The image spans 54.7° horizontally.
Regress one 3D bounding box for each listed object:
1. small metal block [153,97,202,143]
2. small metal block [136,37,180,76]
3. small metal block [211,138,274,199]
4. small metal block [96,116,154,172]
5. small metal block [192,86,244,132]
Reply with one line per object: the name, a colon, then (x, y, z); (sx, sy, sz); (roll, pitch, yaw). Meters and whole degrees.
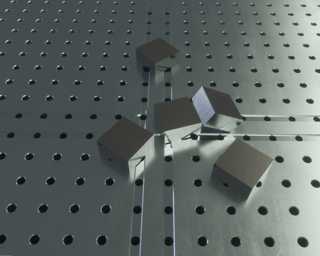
small metal block: (0.023, -0.012, 0.418); (0.050, 0.025, 0.050); (-13, 51, -12)
small metal block: (-0.004, -0.118, 0.507); (0.050, 0.025, 0.050); (-31, 57, -24)
small metal block: (0.098, 0.047, 0.369); (0.050, 0.025, 0.050); (33, 57, 24)
small metal block: (-0.042, 0.020, 0.391); (0.050, 0.025, 0.050); (29, 56, 22)
small metal block: (0.077, -0.025, 0.416); (0.050, 0.025, 0.050); (11, 43, -31)
